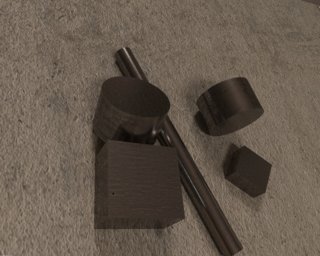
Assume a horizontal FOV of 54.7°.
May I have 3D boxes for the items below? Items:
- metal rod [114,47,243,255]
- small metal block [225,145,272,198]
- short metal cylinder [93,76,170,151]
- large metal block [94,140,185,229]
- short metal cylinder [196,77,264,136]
[{"bbox_3d":[0.017,0.020,0.402,0.025,0.025,0.299,-18,71,-35],"label":"metal rod"},{"bbox_3d":[0.125,0.061,0.436,0.050,0.025,0.050,35,51,-5],"label":"small metal block"},{"bbox_3d":[-0.034,-0.018,0.365,0.081,0.050,0.080,15,35,-11],"label":"short metal cylinder"},{"bbox_3d":[-0.025,0.064,0.337,0.081,0.050,0.080,8,58,-24],"label":"large metal block"},{"bbox_3d":[0.099,-0.029,0.441,0.081,0.080,0.050,-8,66,-32],"label":"short metal cylinder"}]
